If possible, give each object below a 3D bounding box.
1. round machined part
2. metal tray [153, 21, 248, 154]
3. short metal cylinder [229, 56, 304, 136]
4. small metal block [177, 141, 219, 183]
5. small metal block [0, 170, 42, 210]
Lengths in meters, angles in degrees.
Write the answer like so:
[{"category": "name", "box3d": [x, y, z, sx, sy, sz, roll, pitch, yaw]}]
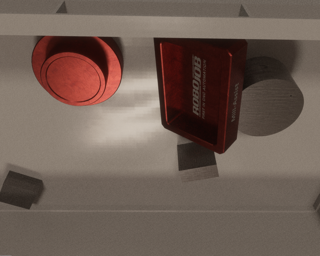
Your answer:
[{"category": "round machined part", "box3d": [-0.091, -0.063, 0.343, 0.099, 0.042, 0.097, -1, 130, 0]}, {"category": "metal tray", "box3d": [0.041, -0.041, 0.337, 0.090, 0.030, 0.129, 26, 139, 31]}, {"category": "short metal cylinder", "box3d": [0.118, -0.036, 0.364, 0.081, 0.050, 0.079, -1, 130, 0]}, {"category": "small metal block", "box3d": [0.052, 0.045, 0.432, 0.050, 0.050, 0.025, -11, 129, 8]}, {"category": "small metal block", "box3d": [-0.222, 0.099, 0.490, 0.050, 0.025, 0.050, 22, 126, -19]}]
